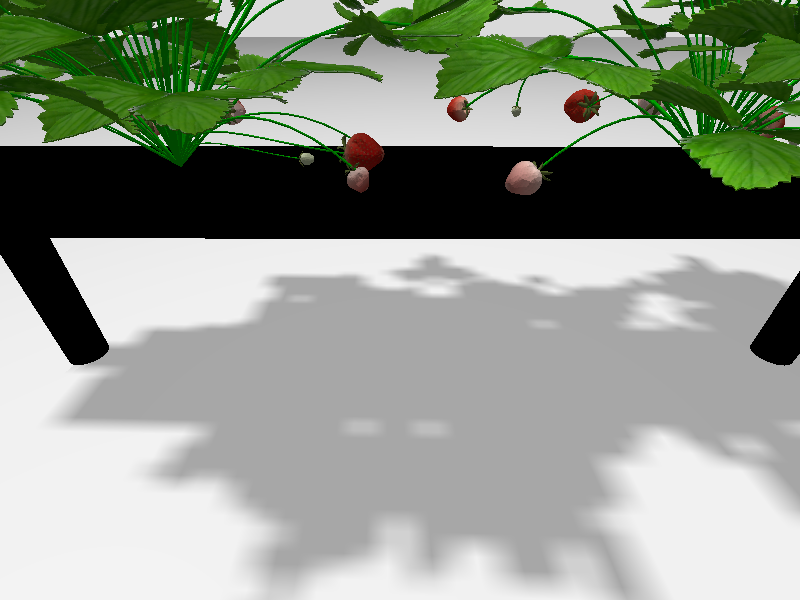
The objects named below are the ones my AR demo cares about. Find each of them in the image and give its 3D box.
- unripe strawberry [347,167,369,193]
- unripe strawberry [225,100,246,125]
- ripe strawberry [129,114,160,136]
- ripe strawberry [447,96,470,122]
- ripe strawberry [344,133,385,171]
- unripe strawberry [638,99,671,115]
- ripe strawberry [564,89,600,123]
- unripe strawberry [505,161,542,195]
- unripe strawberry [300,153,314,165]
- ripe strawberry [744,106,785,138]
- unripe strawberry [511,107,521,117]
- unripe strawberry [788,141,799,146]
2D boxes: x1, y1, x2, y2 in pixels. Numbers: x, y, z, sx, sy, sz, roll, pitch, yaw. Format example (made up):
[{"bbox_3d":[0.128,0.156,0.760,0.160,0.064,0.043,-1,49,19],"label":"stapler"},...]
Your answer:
[{"bbox_3d":[-0.030,-0.086,0.289,0.017,0.017,0.019,-19,22,34],"label":"unripe strawberry"},{"bbox_3d":[-0.201,-0.226,0.477,0.034,0.030,0.031,-2,34,-3],"label":"unripe strawberry"},{"bbox_3d":[-0.277,-0.200,0.437,0.037,0.039,0.040,-22,40,-28],"label":"ripe strawberry"},{"bbox_3d":[0.071,-0.236,0.497,0.027,0.029,0.029,-29,30,-35],"label":"ripe strawberry"},{"bbox_3d":[-0.028,-0.117,0.321,0.031,0.030,0.034,4,35,5],"label":"ripe strawberry"},{"bbox_3d":[0.331,-0.263,0.516,0.042,0.048,0.046,10,36,14],"label":"unripe strawberry"},{"bbox_3d":[0.217,-0.234,0.483,0.041,0.036,0.037,-8,30,-11],"label":"ripe strawberry"},{"bbox_3d":[0.086,-0.085,0.282,0.025,0.022,0.025,-27,40,-7],"label":"unripe strawberry"},{"bbox_3d":[-0.080,-0.121,0.344,0.012,0.010,0.012,0,35,-1],"label":"unripe strawberry"},{"bbox_3d":[0.367,-0.176,0.402,0.033,0.035,0.031,-22,41,-31],"label":"ripe strawberry"},{"bbox_3d":[0.138,-0.224,0.477,0.011,0.011,0.011,-22,41,-29],"label":"unripe strawberry"},{"bbox_3d":[0.394,-0.159,0.399,0.010,0.010,0.011,-16,38,-22],"label":"unripe strawberry"}]
